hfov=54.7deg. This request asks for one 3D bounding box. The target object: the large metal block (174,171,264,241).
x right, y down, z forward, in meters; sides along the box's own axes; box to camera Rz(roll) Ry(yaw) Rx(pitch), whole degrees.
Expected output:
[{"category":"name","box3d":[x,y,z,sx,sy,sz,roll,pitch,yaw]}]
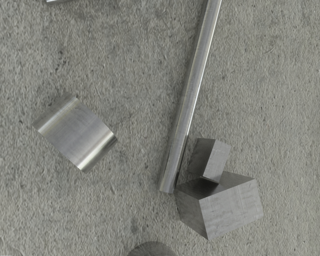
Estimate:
[{"category":"large metal block","box3d":[0.073,0.096,0.407,0.081,0.080,0.050,-15,96,-19]}]

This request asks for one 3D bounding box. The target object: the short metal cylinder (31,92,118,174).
[{"category":"short metal cylinder","box3d":[-0.094,0.006,0.345,0.080,0.080,0.050,47,76,-14]}]

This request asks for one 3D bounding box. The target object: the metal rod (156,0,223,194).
[{"category":"metal rod","box3d":[0.045,-0.060,0.425,0.025,0.025,0.299,17,84,-20]}]

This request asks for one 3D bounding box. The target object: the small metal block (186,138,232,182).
[{"category":"small metal block","box3d":[0.065,0.042,0.420,0.025,0.050,0.050,23,82,-19]}]

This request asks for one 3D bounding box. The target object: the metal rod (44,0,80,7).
[{"category":"metal rod","box3d":[-0.001,-0.204,0.408,0.302,0.025,0.025,-21,97,-19]}]

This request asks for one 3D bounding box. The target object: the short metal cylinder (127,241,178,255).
[{"category":"short metal cylinder","box3d":[-0.005,0.193,0.394,0.081,0.050,0.080,0,90,-20]}]
